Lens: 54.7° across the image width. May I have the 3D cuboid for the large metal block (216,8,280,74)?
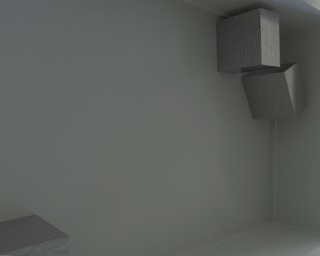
[{"bbox_3d":[0.136,-0.131,0.484,0.050,0.080,0.079,-4,93,-40],"label":"large metal block"}]

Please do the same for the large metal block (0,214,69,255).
[{"bbox_3d":[-0.131,0.115,0.261,0.081,0.080,0.050,-3,92,-40],"label":"large metal block"}]

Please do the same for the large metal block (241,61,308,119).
[{"bbox_3d":[0.198,-0.063,0.536,0.050,0.080,0.080,-34,111,-35],"label":"large metal block"}]
